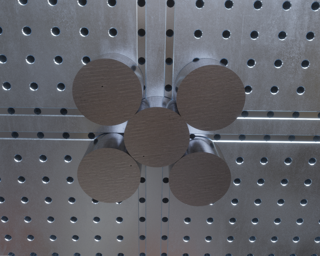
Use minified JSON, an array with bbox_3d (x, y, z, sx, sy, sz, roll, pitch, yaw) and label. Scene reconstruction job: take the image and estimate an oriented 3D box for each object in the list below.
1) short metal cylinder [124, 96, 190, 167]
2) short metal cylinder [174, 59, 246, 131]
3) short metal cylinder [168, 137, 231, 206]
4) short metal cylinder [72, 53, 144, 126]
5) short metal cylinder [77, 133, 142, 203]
[{"bbox_3d":[-0.004,0.004,0.401,0.081,0.050,0.079,0,110,-1],"label":"short metal cylinder"},{"bbox_3d":[0.059,-0.042,0.383,0.081,0.050,0.079,0,110,-1],"label":"short metal cylinder"},{"bbox_3d":[0.051,0.058,0.422,0.081,0.050,0.079,0,110,-1],"label":"short metal cylinder"},{"bbox_3d":[-0.061,-0.049,0.381,0.081,0.050,0.079,0,110,-1],"label":"short metal cylinder"},{"bbox_3d":[-0.065,0.053,0.418,0.081,0.050,0.079,0,110,-1],"label":"short metal cylinder"}]
